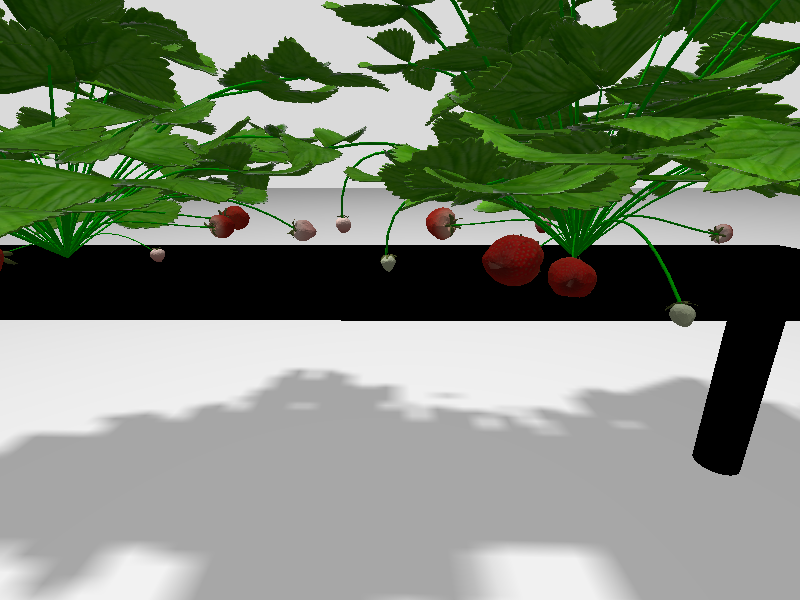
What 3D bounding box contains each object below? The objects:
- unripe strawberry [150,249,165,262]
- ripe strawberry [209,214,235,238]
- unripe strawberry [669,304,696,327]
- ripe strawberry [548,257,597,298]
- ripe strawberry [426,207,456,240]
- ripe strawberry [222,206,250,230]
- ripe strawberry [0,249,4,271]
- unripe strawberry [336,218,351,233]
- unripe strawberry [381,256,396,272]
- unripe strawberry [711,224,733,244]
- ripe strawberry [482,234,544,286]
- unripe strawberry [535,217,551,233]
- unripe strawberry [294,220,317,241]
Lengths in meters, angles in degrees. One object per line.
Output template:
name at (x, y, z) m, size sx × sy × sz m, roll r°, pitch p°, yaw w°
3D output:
unripe strawberry at (-0.207, -0.038, 0.342) m, size 0.011 × 0.011 × 0.011 m, roll 2°, pitch 17°, yaw 7°
ripe strawberry at (-0.208, -0.087, 0.471) m, size 0.026 × 0.027 × 0.028 m, roll 12°, pitch 20°, yaw 33°
unripe strawberry at (0.136, 0.007, 0.192) m, size 0.011 × 0.011 × 0.010 m, roll 2°, pitch -26°, yaw 6°
ripe strawberry at (0.099, -0.013, 0.231) m, size 0.027 × 0.023 × 0.027 m, roll 8°, pitch 19°, yaw 23°
ripe strawberry at (0.045, -0.088, 0.460) m, size 0.035 × 0.037 × 0.037 m, roll -16°, pitch 23°, yaw -41°
ripe strawberry at (-0.214, -0.108, 0.523) m, size 0.036 × 0.031 × 0.036 m, roll 8°, pitch 18°, yaw 23°
ripe strawberry at (-0.289, -0.027, 0.267) m, size 0.032 × 0.034 × 0.035 m, roll -1°, pitch 18°, yaw -4°
unripe strawberry at (-0.072, -0.094, 0.507) m, size 0.019 × 0.020 × 0.018 m, roll 12°, pitch 21°, yaw 34°
unripe strawberry at (-0.009, -0.027, 0.294) m, size 0.011 × 0.012 × 0.011 m, roll -6°, pitch 18°, yaw -19°
unripe strawberry at (0.340, -0.070, 0.421) m, size 0.020 × 0.021 × 0.018 m, roll -6°, pitch 18°, yaw -21°
ripe strawberry at (0.069, -0.024, 0.252) m, size 0.037 × 0.033 × 0.034 m, roll 14°, pitch 23°, yaw 38°
unripe strawberry at (0.182, -0.096, 0.511) m, size 0.021 × 0.021 × 0.018 m, roll 3°, pitch 21°, yaw 9°
unripe strawberry at (-0.102, -0.075, 0.432) m, size 0.024 × 0.023 × 0.026 m, roll 4°, pitch 14°, yaw -26°
